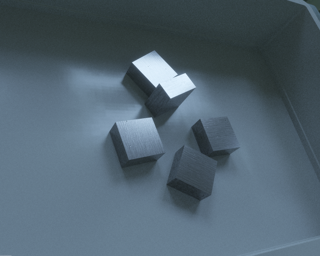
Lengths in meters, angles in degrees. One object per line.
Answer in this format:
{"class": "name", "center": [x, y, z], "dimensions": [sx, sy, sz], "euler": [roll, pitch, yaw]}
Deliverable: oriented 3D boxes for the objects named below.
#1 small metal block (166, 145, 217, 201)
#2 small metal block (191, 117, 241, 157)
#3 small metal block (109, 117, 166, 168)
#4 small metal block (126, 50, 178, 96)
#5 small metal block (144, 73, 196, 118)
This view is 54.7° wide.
{"class": "small metal block", "center": [0.042, 0.057, 0.395], "dimensions": [0.050, 0.025, 0.050], "euler": [28, 52, -11]}
{"class": "small metal block", "center": [0.080, 0.013, 0.443], "dimensions": [0.050, 0.025, 0.050], "euler": [-5, 64, -31]}
{"class": "small metal block", "center": [-0.028, 0.017, 0.381], "dimensions": [0.050, 0.025, 0.050], "euler": [-8, 66, -32]}
{"class": "small metal block", "center": [-0.011, -0.078, 0.449], "dimensions": [0.050, 0.025, 0.050], "euler": [47, 51, 4]}
{"class": "small metal block", "center": [0.014, -0.044, 0.426], "dimensions": [0.050, 0.050, 0.025], "euler": [-27, 77, -37]}
